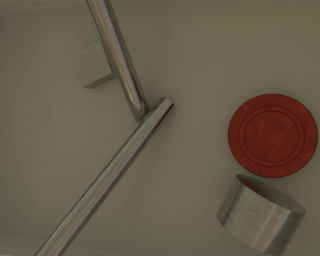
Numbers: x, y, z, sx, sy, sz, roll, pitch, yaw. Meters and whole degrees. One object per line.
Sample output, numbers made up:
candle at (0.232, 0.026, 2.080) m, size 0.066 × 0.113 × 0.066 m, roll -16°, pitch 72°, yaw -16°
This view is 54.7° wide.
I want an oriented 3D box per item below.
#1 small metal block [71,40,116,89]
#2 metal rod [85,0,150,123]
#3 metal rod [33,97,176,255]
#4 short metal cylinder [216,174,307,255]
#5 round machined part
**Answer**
small metal block at (-0.092, -0.089, 0.442) m, size 0.050 × 0.025 × 0.050 m, roll -21°, pitch 83°, yaw 18°
metal rod at (-0.066, -0.133, 0.342) m, size 0.025 × 0.025 × 0.299 m, roll -7°, pitch 124°, yaw 19°
metal rod at (-0.078, 0.082, 0.368) m, size 0.025 × 0.025 × 0.300 m, roll 33°, pitch 74°, yaw 17°
short metal cylinder at (0.110, 0.093, 0.342) m, size 0.080 × 0.080 × 0.050 m, roll 27°, pitch 99°, yaw 17°
round machined part at (0.128, 0.009, 0.356) m, size 0.098 × 0.042 × 0.097 m, roll 0°, pitch 90°, yaw 19°
